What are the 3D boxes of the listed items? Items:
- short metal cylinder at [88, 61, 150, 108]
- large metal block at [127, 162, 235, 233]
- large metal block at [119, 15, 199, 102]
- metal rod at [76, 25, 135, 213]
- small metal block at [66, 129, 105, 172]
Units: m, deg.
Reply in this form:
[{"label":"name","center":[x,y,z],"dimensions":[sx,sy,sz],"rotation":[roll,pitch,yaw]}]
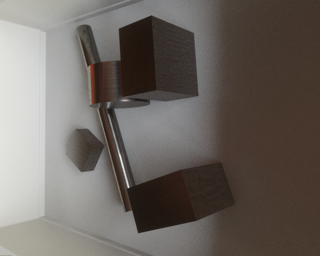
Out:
[{"label":"short metal cylinder","center":[-0.055,-0.055,0.414],"dimensions":[0.080,0.081,0.050],"rotation":[-5,87,39]},{"label":"large metal block","center":[0.024,0.077,0.350],"dimensions":[0.080,0.081,0.050],"rotation":[-26,74,37]},{"label":"large metal block","center":[0.000,-0.077,0.369],"dimensions":[0.050,0.081,0.080],"rotation":[-6,86,39]},{"label":"metal rod","center":[-0.081,-0.023,0.471],"dimensions":[0.025,0.025,0.299],"rotation":[-28,73,36]},{"label":"small metal block","center":[-0.123,0.036,0.505],"dimensions":[0.050,0.025,0.050],"rotation":[39,114,32]}]
